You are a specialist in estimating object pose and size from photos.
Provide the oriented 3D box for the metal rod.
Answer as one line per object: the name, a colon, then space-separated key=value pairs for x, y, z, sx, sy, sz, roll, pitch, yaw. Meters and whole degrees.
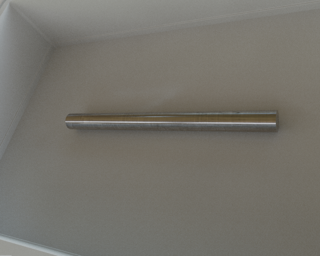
metal rod: x=-0.004 y=-0.009 z=0.409 sx=0.300 sy=0.025 sz=0.025 roll=1 pitch=62 yaw=28
